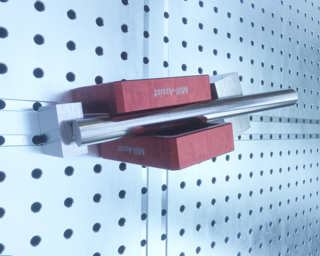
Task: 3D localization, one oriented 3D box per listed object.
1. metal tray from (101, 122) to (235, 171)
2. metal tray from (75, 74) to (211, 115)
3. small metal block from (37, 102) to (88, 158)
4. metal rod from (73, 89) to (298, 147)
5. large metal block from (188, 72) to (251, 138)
[{"bbox_3d":[0.004,0.015,0.346,0.091,0.130,0.030,-13,99,-40],"label":"metal tray"},{"bbox_3d":[-0.017,-0.039,0.353,0.131,0.090,0.030,-12,99,-40],"label":"metal tray"},{"bbox_3d":[-0.099,0.001,0.311,0.025,0.050,0.050,-11,97,-40],"label":"small metal block"},{"bbox_3d":[0.053,-0.019,0.357,0.303,0.025,0.025,-11,97,-30],"label":"metal rod"},{"bbox_3d":[0.070,-0.028,0.433,0.050,0.080,0.080,-29,108,-37],"label":"large metal block"}]
